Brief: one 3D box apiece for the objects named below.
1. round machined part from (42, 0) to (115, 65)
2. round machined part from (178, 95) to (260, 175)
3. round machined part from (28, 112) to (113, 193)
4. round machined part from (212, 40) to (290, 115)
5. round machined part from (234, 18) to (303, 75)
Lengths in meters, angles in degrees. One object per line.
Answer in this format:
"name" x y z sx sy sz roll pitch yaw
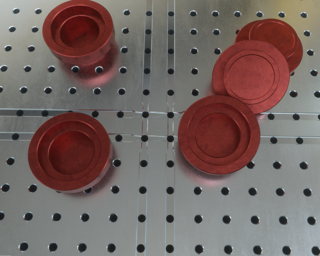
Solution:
"round machined part" -0.115 -0.134 0.451 0.099 0.042 0.098 0 70 0
"round machined part" 0.073 0.011 0.393 0.098 0.042 0.098 -1 79 5
"round machined part" -0.109 0.033 0.390 0.099 0.042 0.098 0 70 0
"round machined part" 0.117 -0.065 0.405 0.098 0.042 0.097 2 98 13
"round machined part" 0.157 -0.117 0.446 0.099 0.042 0.098 0 70 0
